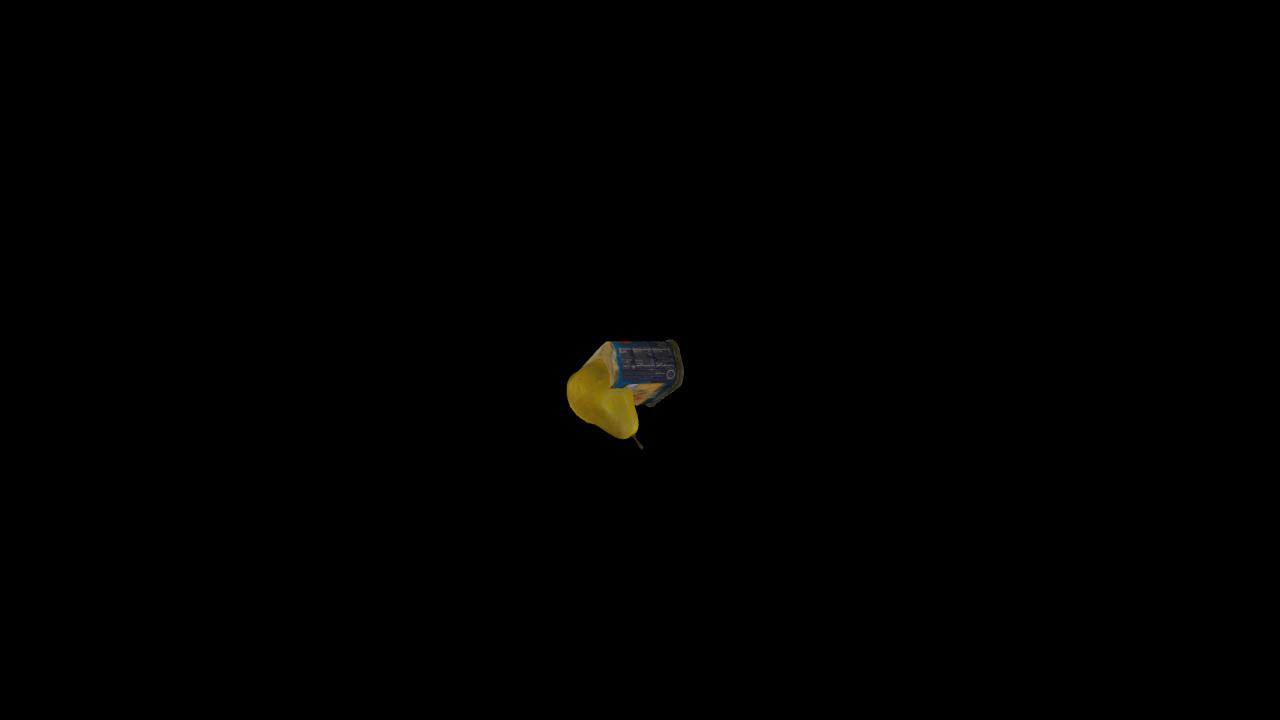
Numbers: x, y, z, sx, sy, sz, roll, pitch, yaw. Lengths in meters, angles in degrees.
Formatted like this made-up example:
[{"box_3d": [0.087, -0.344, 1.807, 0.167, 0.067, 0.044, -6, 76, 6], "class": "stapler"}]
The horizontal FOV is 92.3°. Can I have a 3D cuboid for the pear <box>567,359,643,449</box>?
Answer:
[{"box_3d": [-0.031, 0.053, 0.691, 0.080, 0.111, 0.080, -31, -1, -1], "class": "pear"}]

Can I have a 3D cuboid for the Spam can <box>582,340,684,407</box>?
[{"box_3d": [-0.012, 0.017, 0.703, 0.085, 0.058, 0.101, -1, -23, -28], "class": "Spam can"}]
